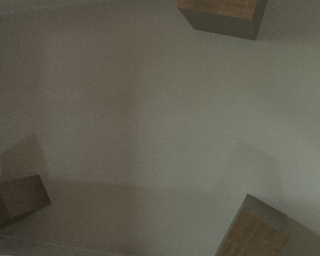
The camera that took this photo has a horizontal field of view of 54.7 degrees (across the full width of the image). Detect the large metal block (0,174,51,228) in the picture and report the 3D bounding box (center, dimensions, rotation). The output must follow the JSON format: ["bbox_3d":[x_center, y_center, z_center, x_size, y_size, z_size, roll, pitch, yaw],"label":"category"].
[{"bbox_3d":[-0.227,0.114,0.459,0.080,0.080,0.050,-30,81,17],"label":"large metal block"}]

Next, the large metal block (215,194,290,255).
[{"bbox_3d":[0.100,0.129,0.346,0.050,0.080,0.080,28,99,17],"label":"large metal block"}]

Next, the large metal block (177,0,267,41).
[{"bbox_3d":[0.075,-0.142,0.355,0.080,0.080,0.050,17,96,19],"label":"large metal block"}]
